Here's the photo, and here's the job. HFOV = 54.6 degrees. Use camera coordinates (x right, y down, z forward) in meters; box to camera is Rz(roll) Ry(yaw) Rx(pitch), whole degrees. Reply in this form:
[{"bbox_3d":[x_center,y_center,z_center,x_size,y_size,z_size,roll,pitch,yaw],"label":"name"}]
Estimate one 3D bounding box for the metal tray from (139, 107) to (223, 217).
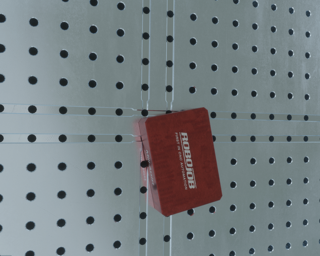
[{"bbox_3d":[0.029,0.043,0.420,0.091,0.030,0.129,-12,94,-20],"label":"metal tray"}]
